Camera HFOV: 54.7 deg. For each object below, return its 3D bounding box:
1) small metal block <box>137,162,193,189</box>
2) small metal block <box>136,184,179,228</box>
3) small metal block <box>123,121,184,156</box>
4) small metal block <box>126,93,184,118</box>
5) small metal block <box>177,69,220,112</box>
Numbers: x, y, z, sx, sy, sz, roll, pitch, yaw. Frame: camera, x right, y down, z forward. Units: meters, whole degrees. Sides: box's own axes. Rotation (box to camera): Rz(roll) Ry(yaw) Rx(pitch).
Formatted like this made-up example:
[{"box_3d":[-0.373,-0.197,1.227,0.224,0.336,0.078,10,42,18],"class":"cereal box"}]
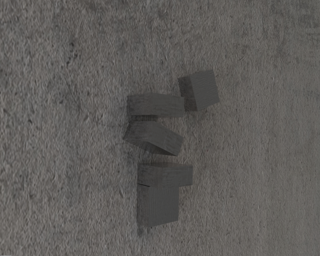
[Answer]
[{"box_3d":[0.006,0.059,0.393,0.050,0.050,0.025,2,89,-40],"class":"small metal block"},{"box_3d":[-0.003,0.097,0.402,0.050,0.025,0.050,2,89,-40],"class":"small metal block"},{"box_3d":[-0.008,0.013,0.381,0.050,0.050,0.025,29,72,-36],"class":"small metal block"},{"box_3d":[-0.006,-0.027,0.383,0.050,0.050,0.025,3,88,-40],"class":"small metal block"},{"box_3d":[0.057,-0.055,0.452,0.050,0.025,0.050,-23,105,-38],"class":"small metal block"}]
